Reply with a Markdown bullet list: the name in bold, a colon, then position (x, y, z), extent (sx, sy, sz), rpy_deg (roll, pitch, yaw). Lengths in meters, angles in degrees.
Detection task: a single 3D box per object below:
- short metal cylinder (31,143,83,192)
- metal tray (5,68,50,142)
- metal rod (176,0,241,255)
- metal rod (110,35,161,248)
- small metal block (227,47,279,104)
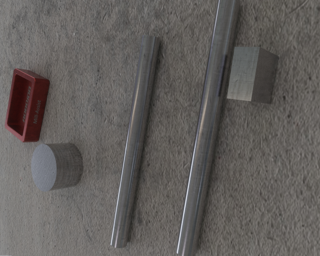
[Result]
- **short metal cylinder**: position (-0.179, 0.066, 0.536), extent (0.080, 0.050, 0.079), rpy_deg (0, 90, 40)
- **metal tray**: position (-0.270, -0.046, 0.624), extent (0.090, 0.030, 0.129), rpy_deg (26, 106, 37)
- **metal rod**: position (0.054, 0.005, 0.360), extent (0.025, 0.025, 0.298), rpy_deg (14, 99, 39)
- **metal rod**: position (-0.036, 0.024, 0.434), extent (0.025, 0.025, 0.298), rpy_deg (16, 100, 39)
- **small metal block**: position (0.094, -0.051, 0.311), extent (0.025, 0.050, 0.050), rpy_deg (13, 98, 39)
